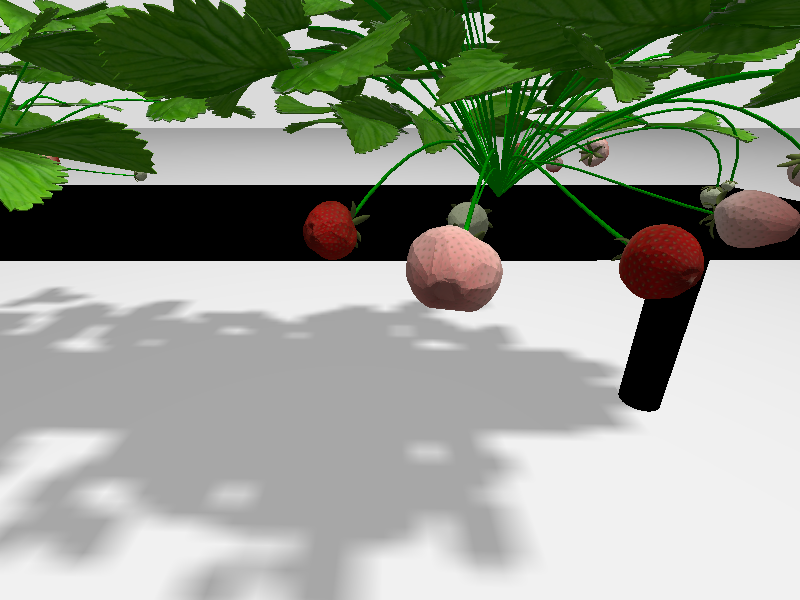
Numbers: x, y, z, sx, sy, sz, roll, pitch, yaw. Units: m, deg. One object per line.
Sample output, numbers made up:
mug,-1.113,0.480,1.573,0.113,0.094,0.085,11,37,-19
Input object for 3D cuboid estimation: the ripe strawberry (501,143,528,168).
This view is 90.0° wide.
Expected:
ripe strawberry,0.136,-0.168,0.473,0.030,0.034,0.033,8,25,17

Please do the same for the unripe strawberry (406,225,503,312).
unripe strawberry,0.017,-0.010,0.135,0.033,0.028,0.033,7,26,15

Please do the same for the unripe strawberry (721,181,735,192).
unripe strawberry,0.294,-0.102,0.359,0.010,0.010,0.009,-2,25,-5

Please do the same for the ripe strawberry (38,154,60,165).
ripe strawberry,-0.438,-0.173,0.495,0.029,0.025,0.029,-10,26,-21

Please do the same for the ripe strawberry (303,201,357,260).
ripe strawberry,-0.034,-0.032,0.187,0.024,0.027,0.026,17,30,32

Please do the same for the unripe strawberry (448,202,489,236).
unripe strawberry,0.035,-0.040,0.212,0.022,0.023,0.023,8,27,18

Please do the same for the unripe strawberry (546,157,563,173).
unripe strawberry,0.186,-0.163,0.484,0.019,0.017,0.019,15,-18,30

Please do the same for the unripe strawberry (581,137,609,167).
unripe strawberry,0.262,-0.198,0.534,0.033,0.038,0.036,19,30,35

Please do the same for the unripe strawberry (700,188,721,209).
unripe strawberry,0.222,-0.073,0.286,0.012,0.015,0.015,10,27,21

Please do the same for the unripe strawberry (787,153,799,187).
unripe strawberry,0.381,-0.118,0.359,0.046,0.039,0.045,18,22,-13

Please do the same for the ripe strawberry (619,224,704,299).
ripe strawberry,0.098,-0.013,0.148,0.027,0.028,0.029,-2,25,-3

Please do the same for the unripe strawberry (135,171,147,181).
unripe strawberry,-0.275,-0.133,0.426,0.011,0.011,0.011,22,32,39
